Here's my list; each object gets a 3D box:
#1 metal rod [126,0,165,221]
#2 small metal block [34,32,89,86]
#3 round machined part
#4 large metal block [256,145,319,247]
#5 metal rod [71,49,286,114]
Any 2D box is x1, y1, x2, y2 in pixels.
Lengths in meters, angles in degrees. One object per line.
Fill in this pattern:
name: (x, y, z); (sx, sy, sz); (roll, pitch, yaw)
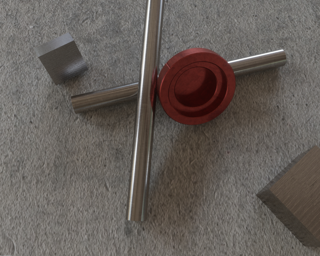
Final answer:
metal rod: (-0.017, -0.037, 0.397); (0.025, 0.025, 0.299); (4, 79, 1)
small metal block: (-0.134, -0.094, 0.425); (0.050, 0.050, 0.025); (-29, 50, -10)
round machined part: (0.043, -0.056, 0.401); (0.099, 0.097, 0.042); (-14, 32, -5)
large metal block: (0.178, 0.081, 0.368); (0.080, 0.050, 0.080); (-38, 75, -13)
metal rod: (0.030, -0.066, 0.432); (0.302, 0.025, 0.025); (-14, 71, -6)
